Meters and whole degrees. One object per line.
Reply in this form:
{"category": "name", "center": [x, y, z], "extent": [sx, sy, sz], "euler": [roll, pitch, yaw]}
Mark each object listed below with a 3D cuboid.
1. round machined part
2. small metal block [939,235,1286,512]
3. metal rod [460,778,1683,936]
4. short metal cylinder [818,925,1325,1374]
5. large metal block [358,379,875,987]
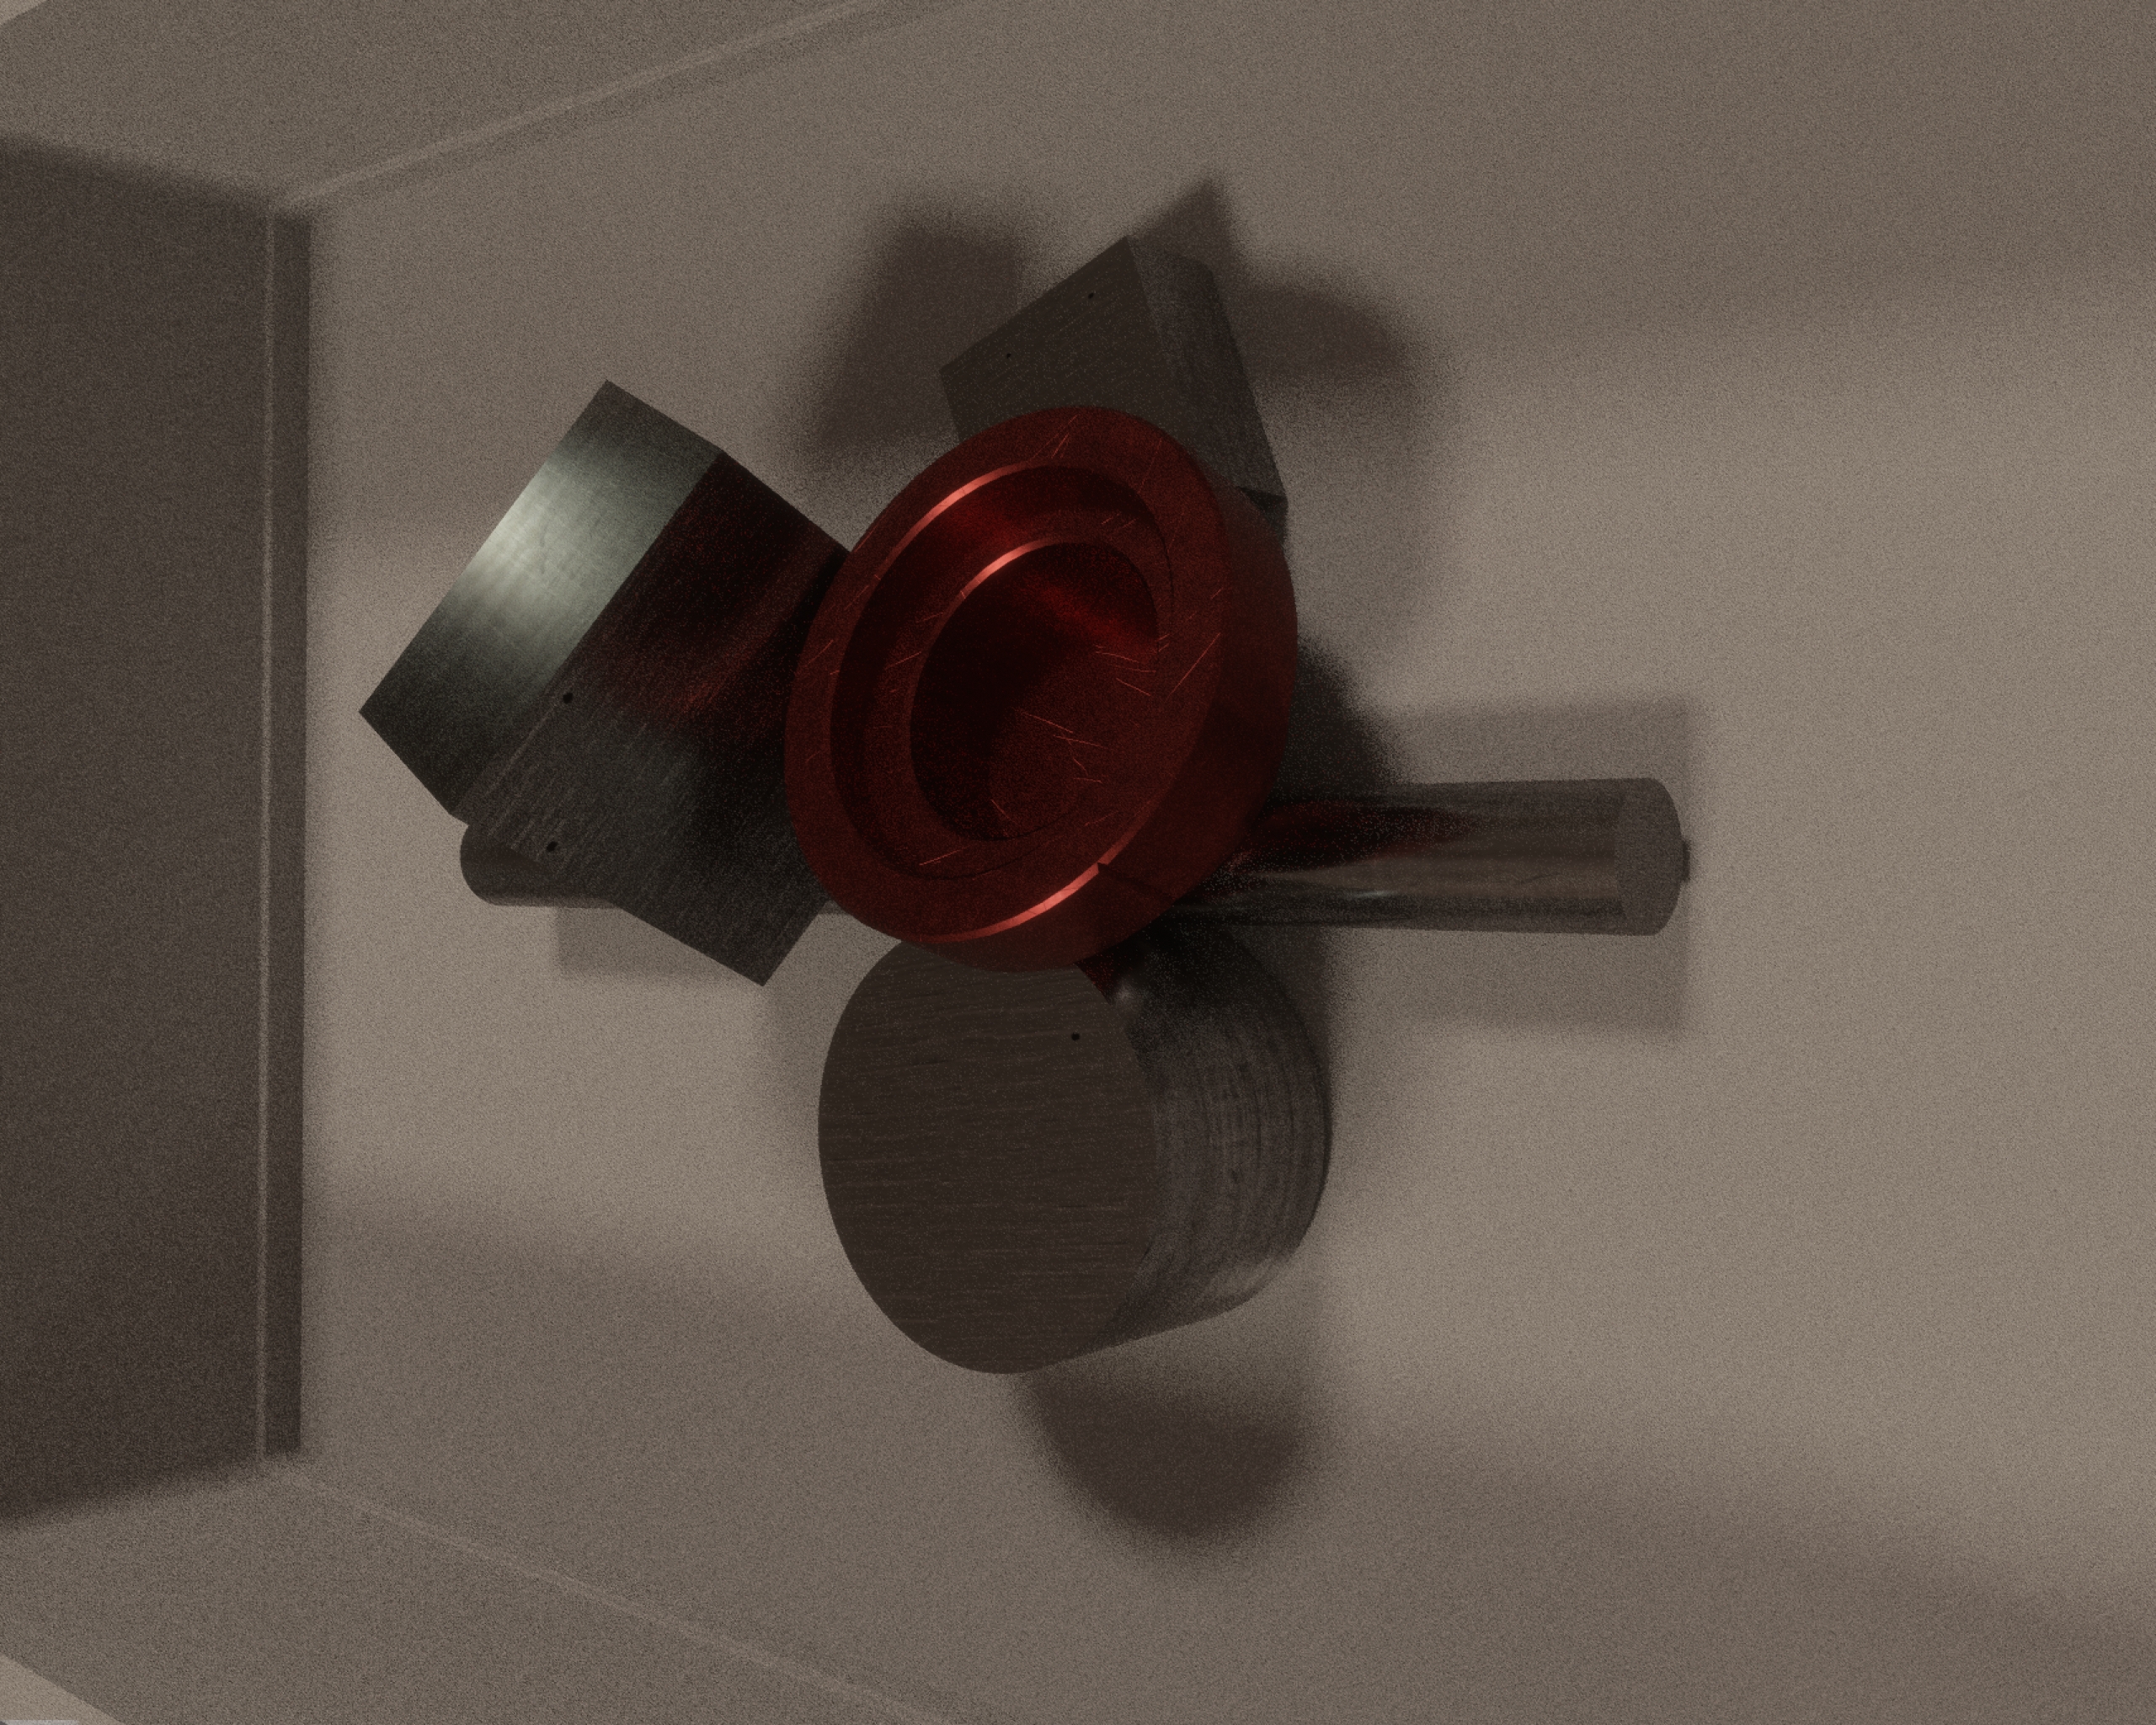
{"category": "round machined part", "center": [-0.002, -0.027, 0.369], "extent": [0.098, 0.042, 0.098], "euler": [-16, 63, 34]}
{"category": "small metal block", "center": [0.006, -0.082, 0.399], "extent": [0.050, 0.025, 0.050], "euler": [-26, 74, 36]}
{"category": "metal rod", "center": [-0.026, -0.001, 0.422], "extent": [0.300, 0.025, 0.025], "euler": [0, 90, 39]}
{"category": "short metal cylinder", "center": [-0.002, 0.050, 0.387], "extent": [0.080, 0.050, 0.079], "euler": [0, 90, 39]}
{"category": "large metal block", "center": [-0.077, -0.034, 0.411], "extent": [0.080, 0.080, 0.050], "euler": [-54, 44, 0]}
